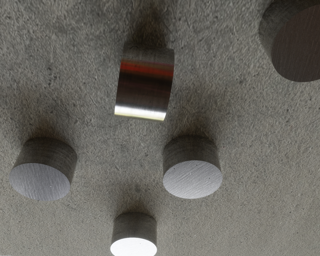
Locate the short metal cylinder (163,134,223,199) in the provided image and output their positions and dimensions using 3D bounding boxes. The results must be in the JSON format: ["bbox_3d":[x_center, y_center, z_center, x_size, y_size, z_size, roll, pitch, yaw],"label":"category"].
[{"bbox_3d":[0.044,0.055,0.438,0.081,0.050,0.079,0,130,0],"label":"short metal cylinder"}]

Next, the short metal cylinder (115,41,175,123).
[{"bbox_3d":[-0.018,-0.048,0.330,0.050,0.080,0.079,8,130,-7],"label":"short metal cylinder"}]

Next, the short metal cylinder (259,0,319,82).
[{"bbox_3d":[0.147,-0.094,0.312,0.081,0.050,0.079,0,130,0],"label":"short metal cylinder"}]

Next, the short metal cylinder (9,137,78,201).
[{"bbox_3d":[-0.163,0.059,0.439,0.081,0.050,0.079,0,130,0],"label":"short metal cylinder"}]

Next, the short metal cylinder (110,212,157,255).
[{"bbox_3d":[-0.046,0.196,0.557,0.081,0.050,0.079,0,130,0],"label":"short metal cylinder"}]
